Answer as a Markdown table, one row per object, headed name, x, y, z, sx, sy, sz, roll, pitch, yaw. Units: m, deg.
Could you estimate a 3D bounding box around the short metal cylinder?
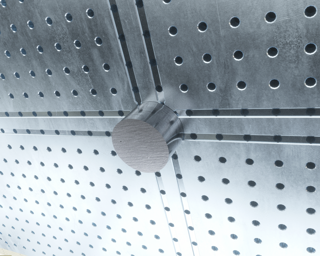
| name | x | y | z | sx | sy | sz | roll | pitch | yaw |
| --- | --- | --- | --- | --- | --- | --- | --- | --- | --- |
| short metal cylinder | -0.016 | 0.012 | 0.408 | 0.080 | 0.050 | 0.079 | 13 | 124 | 20 |
